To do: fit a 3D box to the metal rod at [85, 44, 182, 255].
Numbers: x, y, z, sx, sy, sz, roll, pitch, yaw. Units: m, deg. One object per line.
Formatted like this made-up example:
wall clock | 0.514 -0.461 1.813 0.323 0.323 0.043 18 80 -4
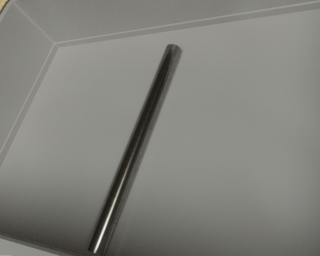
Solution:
metal rod | -0.027 0.013 0.412 0.025 0.025 0.300 6 65 31
